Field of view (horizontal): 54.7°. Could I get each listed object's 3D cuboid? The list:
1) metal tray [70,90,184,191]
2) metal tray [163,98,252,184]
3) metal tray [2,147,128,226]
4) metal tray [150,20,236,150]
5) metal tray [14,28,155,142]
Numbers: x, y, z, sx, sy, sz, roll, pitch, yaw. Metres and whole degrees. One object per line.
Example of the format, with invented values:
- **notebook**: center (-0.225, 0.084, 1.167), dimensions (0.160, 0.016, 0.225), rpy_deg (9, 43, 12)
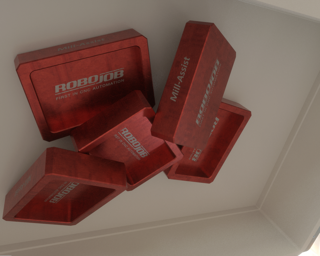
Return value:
- **metal tray**: center (-0.032, 0.022, 0.373), dimensions (0.090, 0.030, 0.130), rpy_deg (-33, 144, 2)
- **metal tray**: center (0.065, 0.018, 0.452), dimensions (0.091, 0.030, 0.129), rpy_deg (13, 112, -34)
- **metal tray**: center (-0.109, 0.073, 0.352), dimensions (0.091, 0.030, 0.129), rpy_deg (19, 137, -36)
- **metal tray**: center (0.043, -0.043, 0.357), dimensions (0.090, 0.030, 0.129), rpy_deg (18, 90, -59)
- **metal tray**: center (-0.074, -0.047, 0.334), dimensions (0.131, 0.030, 0.089), rpy_deg (-19, 126, -18)
